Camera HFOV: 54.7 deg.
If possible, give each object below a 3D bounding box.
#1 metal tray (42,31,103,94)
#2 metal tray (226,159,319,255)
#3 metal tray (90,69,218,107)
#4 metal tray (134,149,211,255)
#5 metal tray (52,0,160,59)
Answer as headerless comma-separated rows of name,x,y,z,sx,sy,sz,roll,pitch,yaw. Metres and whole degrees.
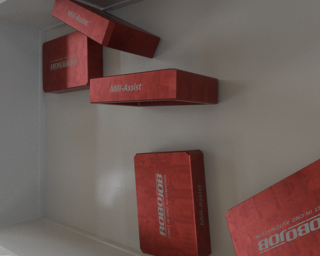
metal tray,-0.151,-0.109,0.525,0.130,0.030,0.089,-1,89,39
metal tray,0.126,0.092,0.275,0.129,0.030,0.090,-41,40,32
metal tray,-0.009,-0.044,0.369,0.130,0.091,0.030,2,91,39
metal tray,0.013,0.094,0.391,0.090,0.030,0.129,-7,86,39
metal tray,-0.074,-0.139,0.423,0.130,0.091,0.030,36,112,34
